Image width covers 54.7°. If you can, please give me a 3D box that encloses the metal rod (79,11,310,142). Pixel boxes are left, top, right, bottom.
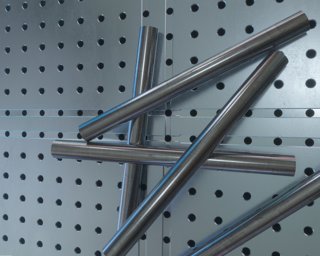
[{"bbox_3d":[0.033,-0.058,0.382,0.301,0.025,0.025,-26,82,10],"label":"metal rod"}]

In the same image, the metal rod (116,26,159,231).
[{"bbox_3d":[-0.032,0.014,0.422,0.025,0.025,0.298,8,93,19],"label":"metal rod"}]

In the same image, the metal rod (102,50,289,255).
[{"bbox_3d":[0.043,0.030,0.356,0.025,0.025,0.300,40,87,15],"label":"metal rod"}]

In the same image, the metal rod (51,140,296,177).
[{"bbox_3d":[0.007,0.036,0.388,0.301,0.025,0.025,3,91,11],"label":"metal rod"}]

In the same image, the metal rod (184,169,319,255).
[{"bbox_3d":[0.087,0.136,0.381,0.300,0.025,0.025,-39,78,15],"label":"metal rod"}]
